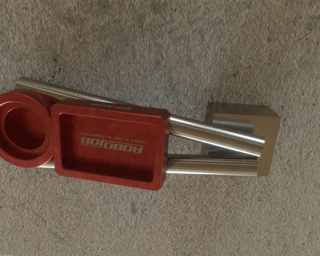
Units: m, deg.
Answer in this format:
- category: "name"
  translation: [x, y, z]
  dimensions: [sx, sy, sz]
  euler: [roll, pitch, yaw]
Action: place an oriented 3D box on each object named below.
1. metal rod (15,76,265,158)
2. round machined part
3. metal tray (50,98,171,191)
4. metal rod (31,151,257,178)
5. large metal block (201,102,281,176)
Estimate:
- category: "metal rod"
  translation: [-0.030, -0.015, 0.370]
  dimensions: [0.301, 0.025, 0.025]
  euler: [15, 110, 8]
- category: "round machined part"
  translation: [-0.166, -0.002, 0.393]
  dimensions: [0.098, 0.042, 0.097]
  euler: [3, 110, 9]
- category: "metal tray"
  translation: [-0.057, 0.018, 0.359]
  dimensions: [0.131, 0.030, 0.089]
  euler: [7, 110, 10]
- category: "metal rod"
  translation: [-0.035, 0.044, 0.392]
  dimensions: [0.301, 0.025, 0.025]
  euler: [1, 111, 13]
- category: "large metal block"
  translation: [0.101, 0.013, 0.402]
  dimensions: [0.081, 0.050, 0.079]
  euler: [4, 110, -2]
